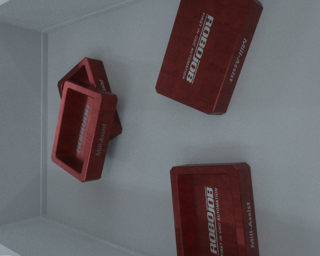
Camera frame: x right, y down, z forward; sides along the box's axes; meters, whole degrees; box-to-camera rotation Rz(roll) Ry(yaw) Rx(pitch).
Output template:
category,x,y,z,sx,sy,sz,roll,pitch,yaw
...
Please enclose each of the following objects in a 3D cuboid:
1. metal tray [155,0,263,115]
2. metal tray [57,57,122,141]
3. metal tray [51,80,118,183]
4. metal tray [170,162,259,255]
category,x,y,z,sx,sy,sz,roll,pitch,yaw
metal tray,0.052,-0.090,0.361,0.090,0.030,0.129,27,107,36
metal tray,-0.116,-0.035,0.499,0.090,0.030,0.129,-29,72,36
metal tray,-0.115,0.003,0.458,0.090,0.030,0.129,23,104,37
metal tray,0.060,0.106,0.353,0.090,0.030,0.129,-8,85,39
